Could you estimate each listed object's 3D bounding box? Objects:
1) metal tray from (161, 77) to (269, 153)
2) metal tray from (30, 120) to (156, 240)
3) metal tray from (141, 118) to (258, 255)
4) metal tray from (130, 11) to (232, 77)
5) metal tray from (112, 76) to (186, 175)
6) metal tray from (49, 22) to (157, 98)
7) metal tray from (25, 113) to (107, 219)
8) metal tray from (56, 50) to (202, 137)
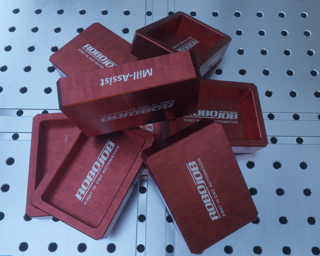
[{"bbox_3d":[0.067,-0.015,0.396,0.131,0.030,0.090,2,69,-18],"label":"metal tray"},{"bbox_3d":[-0.072,0.049,0.358,0.090,0.030,0.130,25,72,9],"label":"metal tray"},{"bbox_3d":[0.047,0.065,0.350,0.090,0.030,0.130,-28,106,-9],"label":"metal tray"},{"bbox_3d":[0.033,-0.111,0.414,0.090,0.030,0.131,32,40,11],"label":"metal tray"},{"bbox_3d":[-0.018,-0.005,0.411,0.091,0.030,0.130,-4,68,-3],"label":"metal tray"},{"bbox_3d":[-0.078,-0.084,0.421,0.090,0.030,0.130,-43,60,-14],"label":"metal tray"},{"bbox_3d":[-0.114,0.045,0.393,0.091,0.030,0.130,-4,69,-2],"label":"metal tray"},{"bbox_3d":[-0.026,-0.031,0.320,0.131,0.090,0.030,-13,71,0],"label":"metal tray"}]
